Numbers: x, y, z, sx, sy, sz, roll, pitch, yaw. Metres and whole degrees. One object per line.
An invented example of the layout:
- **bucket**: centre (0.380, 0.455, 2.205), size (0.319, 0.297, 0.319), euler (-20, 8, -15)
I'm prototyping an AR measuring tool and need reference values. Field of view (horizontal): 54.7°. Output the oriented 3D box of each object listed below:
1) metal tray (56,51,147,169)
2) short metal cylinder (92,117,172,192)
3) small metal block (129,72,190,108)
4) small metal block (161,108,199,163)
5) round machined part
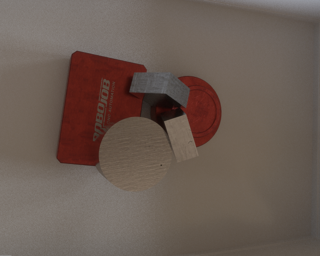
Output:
- **metal tray**: centre (-0.071, -0.019, 0.378), size (0.091, 0.030, 0.129), euler (8, 87, -20)
- **short metal cylinder**: centre (-0.033, 0.028, 0.352), size (0.081, 0.050, 0.079), euler (0, 90, -21)
- **small metal block**: centre (0.001, -0.045, 0.370), size (0.050, 0.050, 0.025), euler (28, 72, -55)
- **small metal block**: centre (0.022, 0.007, 0.363), size (0.025, 0.050, 0.050), euler (-18, 103, -1)
- **round machined part**: centre (0.041, -0.022, 0.416), size (0.099, 0.042, 0.097), euler (0, 90, -21)
